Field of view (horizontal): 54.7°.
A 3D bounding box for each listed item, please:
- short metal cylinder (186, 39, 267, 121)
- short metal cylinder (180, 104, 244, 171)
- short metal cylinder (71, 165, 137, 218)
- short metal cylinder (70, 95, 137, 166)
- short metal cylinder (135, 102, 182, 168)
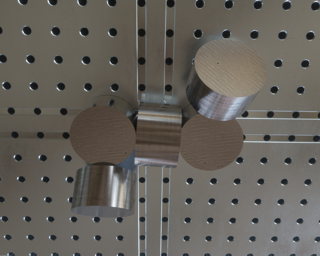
[{"bbox_3d":[0.074,-0.055,0.358,0.081,0.080,0.050,8,151,-4],"label":"short metal cylinder"},{"bbox_3d":[0.062,0.008,0.403,0.081,0.050,0.079,0,110,-1],"label":"short metal cylinder"},{"bbox_3d":[-0.073,0.086,0.409,0.081,0.050,0.080,1,154,1],"label":"short metal cylinder"},{"bbox_3d":[-0.069,0.003,0.399,0.081,0.050,0.079,0,110,-1],"label":"short metal cylinder"},{"bbox_3d":[-0.003,0.009,0.387,0.050,0.080,0.079,5,110,-2],"label":"short metal cylinder"}]
